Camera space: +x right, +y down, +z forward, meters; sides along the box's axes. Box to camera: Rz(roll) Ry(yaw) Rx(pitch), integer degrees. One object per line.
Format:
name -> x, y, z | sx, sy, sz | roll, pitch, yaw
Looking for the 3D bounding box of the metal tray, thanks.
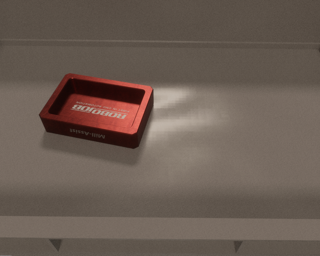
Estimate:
metal tray -> -0.082, -0.026, 0.422 | 0.131, 0.030, 0.090 | 10, 51, 8
